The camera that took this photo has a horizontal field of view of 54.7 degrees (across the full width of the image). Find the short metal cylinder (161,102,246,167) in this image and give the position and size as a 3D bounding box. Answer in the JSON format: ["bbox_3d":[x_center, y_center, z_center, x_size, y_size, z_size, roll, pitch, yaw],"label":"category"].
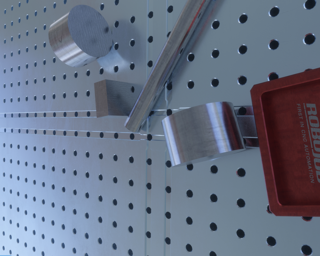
[{"bbox_3d":[0.046,0.009,0.335,0.080,0.081,0.050,-22,76,38],"label":"short metal cylinder"}]

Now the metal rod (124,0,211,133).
[{"bbox_3d":[0.028,-0.121,0.385,0.025,0.025,0.298,44,116,31],"label":"metal rod"}]

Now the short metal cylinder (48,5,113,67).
[{"bbox_3d":[-0.120,-0.139,0.473,0.050,0.081,0.080,-13,82,39],"label":"short metal cylinder"}]

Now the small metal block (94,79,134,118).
[{"bbox_3d":[-0.065,-0.040,0.447,0.025,0.050,0.050,-9,84,40],"label":"small metal block"}]

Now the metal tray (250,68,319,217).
[{"bbox_3d":[0.142,0.014,0.288,0.090,0.030,0.129,-12,82,39],"label":"metal tray"}]
